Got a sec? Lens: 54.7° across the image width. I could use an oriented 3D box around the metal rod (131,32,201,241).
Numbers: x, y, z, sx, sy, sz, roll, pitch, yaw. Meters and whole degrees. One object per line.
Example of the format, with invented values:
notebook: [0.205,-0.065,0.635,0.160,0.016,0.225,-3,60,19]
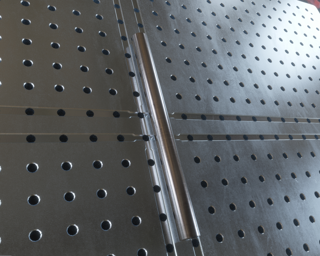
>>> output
metal rod: [0.001,-0.006,0.414,0.025,0.025,0.299,0,62,-28]
